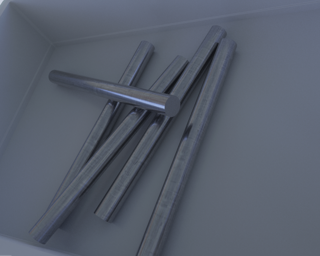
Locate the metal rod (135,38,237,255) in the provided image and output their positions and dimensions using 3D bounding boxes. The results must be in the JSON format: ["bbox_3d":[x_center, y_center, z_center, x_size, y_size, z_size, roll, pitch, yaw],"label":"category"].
[{"bbox_3d":[0.039,0.015,0.375,0.025,0.025,0.300,10,66,32],"label":"metal rod"}]

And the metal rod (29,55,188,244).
[{"bbox_3d":[-0.057,0.018,0.409,0.025,0.025,0.300,28,73,37],"label":"metal rod"}]

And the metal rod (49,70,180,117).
[{"bbox_3d":[-0.088,-0.059,0.456,0.300,0.025,0.025,19,71,44],"label":"metal rod"}]

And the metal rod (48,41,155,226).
[{"bbox_3d":[-0.082,-0.003,0.448,0.025,0.025,0.300,13,68,33],"label":"metal rod"}]

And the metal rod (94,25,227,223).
[{"bbox_3d":[0.008,-0.015,0.409,0.025,0.025,0.300,22,73,35],"label":"metal rod"}]
